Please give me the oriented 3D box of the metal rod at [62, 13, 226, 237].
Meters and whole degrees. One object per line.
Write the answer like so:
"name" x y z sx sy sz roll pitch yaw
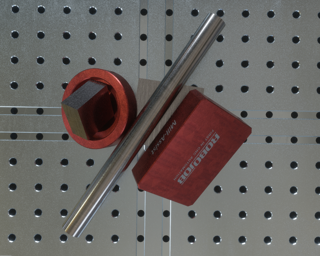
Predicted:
"metal rod" -0.018 -0.004 0.363 0.025 0.025 0.299 35 90 -1

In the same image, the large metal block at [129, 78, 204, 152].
"large metal block" 0.008 -0.015 0.401 0.081 0.050 0.080 9 90 -1

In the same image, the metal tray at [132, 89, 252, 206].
"metal tray" 0.038 0.029 0.378 0.090 0.030 0.129 28 105 -32

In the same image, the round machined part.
"round machined part" -0.072 -0.024 0.391 0.098 0.042 0.097 1 93 25

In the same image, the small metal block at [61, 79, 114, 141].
"small metal block" -0.085 -0.022 0.372 0.025 0.050 0.050 22 51 25
